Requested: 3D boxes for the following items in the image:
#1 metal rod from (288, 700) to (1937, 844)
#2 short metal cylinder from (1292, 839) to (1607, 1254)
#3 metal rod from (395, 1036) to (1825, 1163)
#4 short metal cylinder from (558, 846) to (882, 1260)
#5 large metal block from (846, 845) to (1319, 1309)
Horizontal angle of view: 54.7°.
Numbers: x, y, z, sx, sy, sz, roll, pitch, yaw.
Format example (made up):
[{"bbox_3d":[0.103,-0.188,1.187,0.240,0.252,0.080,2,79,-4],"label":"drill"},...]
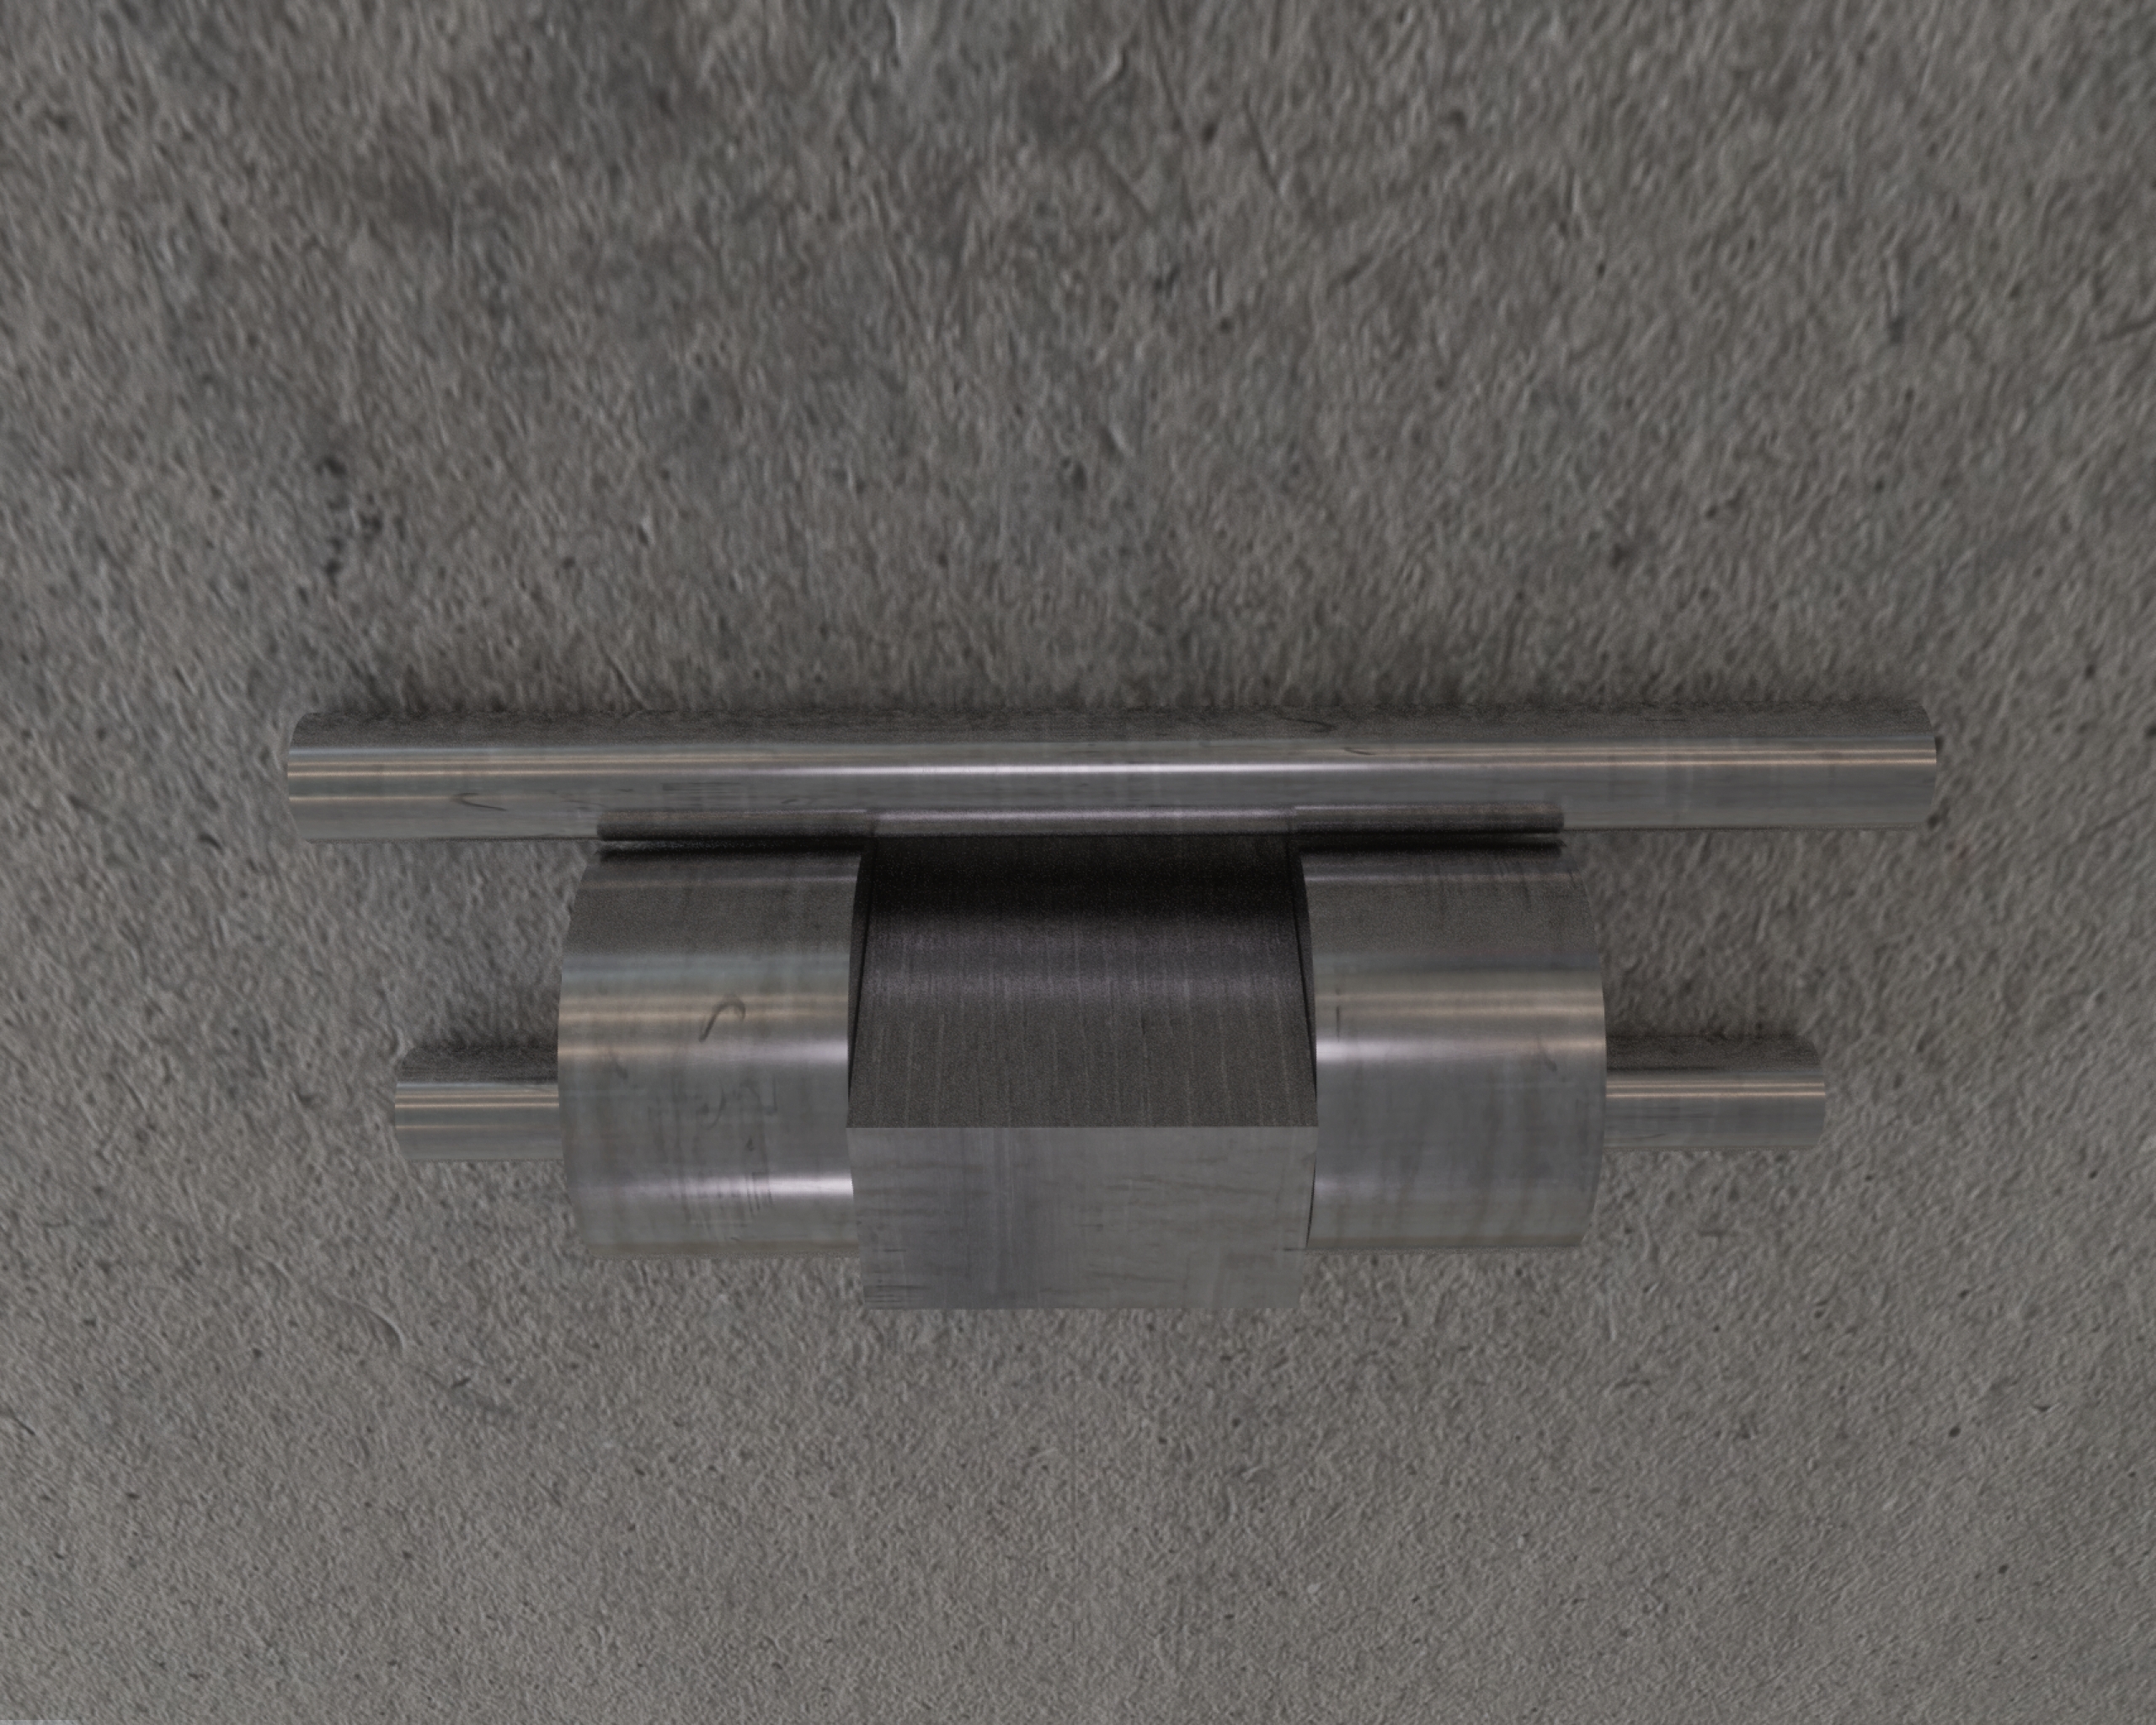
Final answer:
[{"bbox_3d":[0.007,-0.017,0.394,0.302,0.025,0.025,0,130,0],"label":"metal rod"},{"bbox_3d":[0.067,0.035,0.402,0.050,0.080,0.079,-1,130,0],"label":"short metal cylinder"},{"bbox_3d":[0.007,0.051,0.453,0.302,0.025,0.025,0,130,0],"label":"metal rod"},{"bbox_3d":[-0.065,0.036,0.402,0.050,0.080,0.079,-1,130,0],"label":"short metal cylinder"},{"bbox_3d":[0.001,0.038,0.402,0.081,0.080,0.050,0,130,0],"label":"large metal block"}]
